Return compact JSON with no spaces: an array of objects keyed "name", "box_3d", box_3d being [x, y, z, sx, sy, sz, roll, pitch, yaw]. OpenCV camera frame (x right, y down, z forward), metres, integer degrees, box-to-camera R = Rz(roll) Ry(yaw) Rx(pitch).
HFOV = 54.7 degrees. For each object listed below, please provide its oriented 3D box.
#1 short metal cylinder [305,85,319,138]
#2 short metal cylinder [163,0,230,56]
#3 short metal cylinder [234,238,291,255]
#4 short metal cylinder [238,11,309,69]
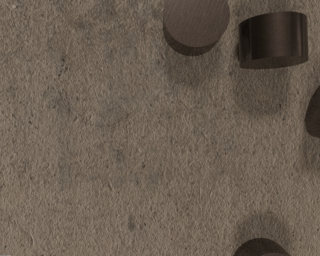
[{"name":"short metal cylinder","box_3d":[0.227,-0.020,0.386,0.050,0.080,0.080,17,90,0]},{"name":"short metal cylinder","box_3d":[0.044,-0.138,0.398,0.081,0.050,0.079,0,90,-1]},{"name":"short metal cylinder","box_3d":[0.138,0.191,0.400,0.081,0.050,0.079,0,90,-1]},{"name":"short metal cylinder","box_3d":[0.139,-0.105,0.384,0.081,0.080,0.050,-2,90,-1]}]
